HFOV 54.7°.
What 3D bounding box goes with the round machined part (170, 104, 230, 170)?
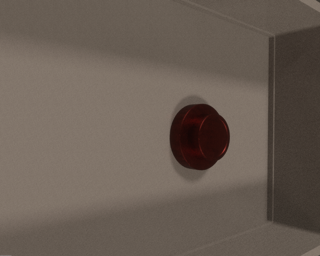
[{"bbox_3d":[0.065,0.013,0.452,0.099,0.042,0.097,0,90,-40],"label":"round machined part"}]
